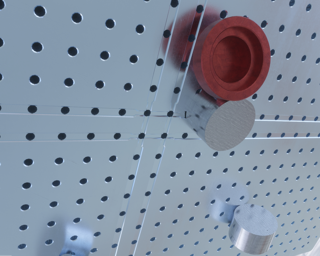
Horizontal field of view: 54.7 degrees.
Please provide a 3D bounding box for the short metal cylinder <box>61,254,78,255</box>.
[{"bbox_3d":[-0.124,0.230,0.450,0.050,0.080,0.080,34,99,-39],"label":"short metal cylinder"}]

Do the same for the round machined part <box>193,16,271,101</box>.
[{"bbox_3d":[0.083,-0.084,0.381,0.099,0.042,0.097,-5,102,-23],"label":"round machined part"}]

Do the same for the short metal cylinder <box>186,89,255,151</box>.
[{"bbox_3d":[0.084,-0.015,0.432,0.081,0.050,0.079,-14,125,-21],"label":"short metal cylinder"}]

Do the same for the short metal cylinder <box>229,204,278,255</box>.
[{"bbox_3d":[0.176,0.191,0.590,0.081,0.080,0.050,-8,122,-25],"label":"short metal cylinder"}]
